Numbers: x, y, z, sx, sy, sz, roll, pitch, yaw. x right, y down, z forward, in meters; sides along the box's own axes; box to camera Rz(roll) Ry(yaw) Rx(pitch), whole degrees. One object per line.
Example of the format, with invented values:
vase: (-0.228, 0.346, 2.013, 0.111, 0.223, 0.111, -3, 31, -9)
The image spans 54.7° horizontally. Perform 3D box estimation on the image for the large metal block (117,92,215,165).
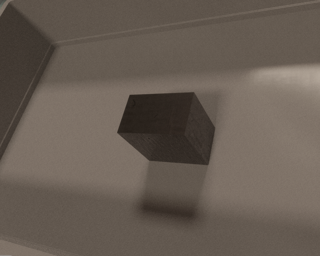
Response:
large metal block: (0.011, 0.003, 0.362, 0.080, 0.080, 0.050, 1, 62, 28)
